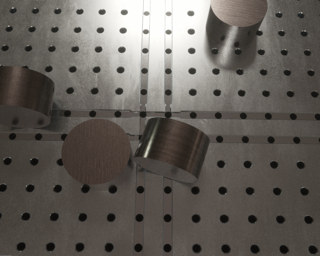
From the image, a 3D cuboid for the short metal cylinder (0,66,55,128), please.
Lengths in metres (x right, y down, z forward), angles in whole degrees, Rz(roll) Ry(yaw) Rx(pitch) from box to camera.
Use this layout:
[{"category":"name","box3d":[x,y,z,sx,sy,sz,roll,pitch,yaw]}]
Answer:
[{"category":"short metal cylinder","box3d":[-0.178,-0.036,0.394,0.081,0.080,0.050,1,70,0]}]

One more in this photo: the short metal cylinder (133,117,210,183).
[{"category":"short metal cylinder","box3d":[0.014,0.028,0.373,0.080,0.080,0.050,18,71,6]}]

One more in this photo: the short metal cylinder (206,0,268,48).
[{"category":"short metal cylinder","box3d":[0.112,-0.168,0.461,0.081,0.050,0.080,0,70,-1]}]

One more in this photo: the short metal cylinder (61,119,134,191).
[{"category":"short metal cylinder","box3d":[-0.075,0.035,0.385,0.081,0.050,0.080,0,70,0]}]
